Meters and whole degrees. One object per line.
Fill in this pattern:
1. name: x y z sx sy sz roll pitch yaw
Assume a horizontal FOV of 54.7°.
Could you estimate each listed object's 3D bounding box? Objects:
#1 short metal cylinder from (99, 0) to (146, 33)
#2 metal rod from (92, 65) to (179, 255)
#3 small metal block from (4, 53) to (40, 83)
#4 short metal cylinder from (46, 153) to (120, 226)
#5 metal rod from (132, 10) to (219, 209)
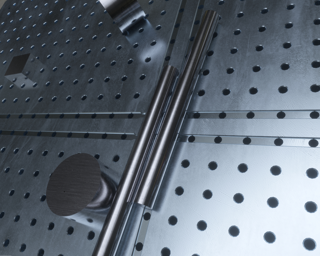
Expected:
1. short metal cylinder: -0.069 -0.214 0.541 0.050 0.080 0.080 -36 51 5
2. metal rod: -0.030 0.047 0.394 0.025 0.025 0.300 5 64 31
3. small metal block: -0.281 -0.122 0.631 0.050 0.025 0.050 -3 60 26
4. short metal cylinder: -0.095 0.078 0.394 0.080 0.050 0.080 -13 56 21
5. metal rod: 0.029 -0.040 0.417 0.025 0.025 0.300 7 65 31
